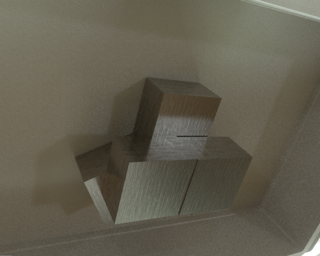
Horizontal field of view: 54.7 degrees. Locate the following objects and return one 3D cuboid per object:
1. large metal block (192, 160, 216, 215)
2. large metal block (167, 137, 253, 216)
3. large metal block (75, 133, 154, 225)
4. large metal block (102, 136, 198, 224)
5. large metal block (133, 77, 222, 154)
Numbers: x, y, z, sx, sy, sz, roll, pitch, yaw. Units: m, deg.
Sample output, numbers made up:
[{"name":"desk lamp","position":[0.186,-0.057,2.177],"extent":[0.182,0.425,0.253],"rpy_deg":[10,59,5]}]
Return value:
[{"name":"large metal block","position":[0.040,0.070,0.454],"extent":[0.080,0.050,0.080],"rpy_deg":[-47,129,5]},{"name":"large metal block","position":[0.057,0.058,0.391],"extent":[0.081,0.050,0.079],"rpy_deg":[1,118,-29]},{"name":"large metal block","position":[-0.053,0.065,0.402],"extent":[0.081,0.050,0.080],"rpy_deg":[-24,127,-14]},{"name":"large metal block","position":[-0.014,0.056,0.353],"extent":[0.081,0.050,0.079],"rpy_deg":[1,118,-29]},{"name":"large metal block","position":[0.020,-0.014,0.392],"extent":[0.081,0.050,0.079],"rpy_deg":[1,118,-29]}]
